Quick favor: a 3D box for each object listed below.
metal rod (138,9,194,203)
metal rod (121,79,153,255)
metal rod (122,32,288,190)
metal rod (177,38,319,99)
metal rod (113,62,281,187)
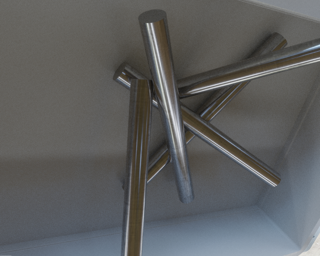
[{"bbox_3d":[0.017,0.004,0.377,0.025,0.025,0.299,-26,137,-12],"label":"metal rod"},{"bbox_3d":[-0.029,0.095,0.353,0.025,0.025,0.298,0,99,-29],"label":"metal rod"},{"bbox_3d":[0.060,-0.016,0.433,0.300,0.025,0.025,-45,130,3],"label":"metal rod"},{"bbox_3d":[0.152,-0.079,0.336,0.300,0.025,0.025,-13,134,23],"label":"metal rod"},{"bbox_3d":[0.067,0.008,0.416,0.301,0.025,0.025,33,100,-28],"label":"metal rod"}]
